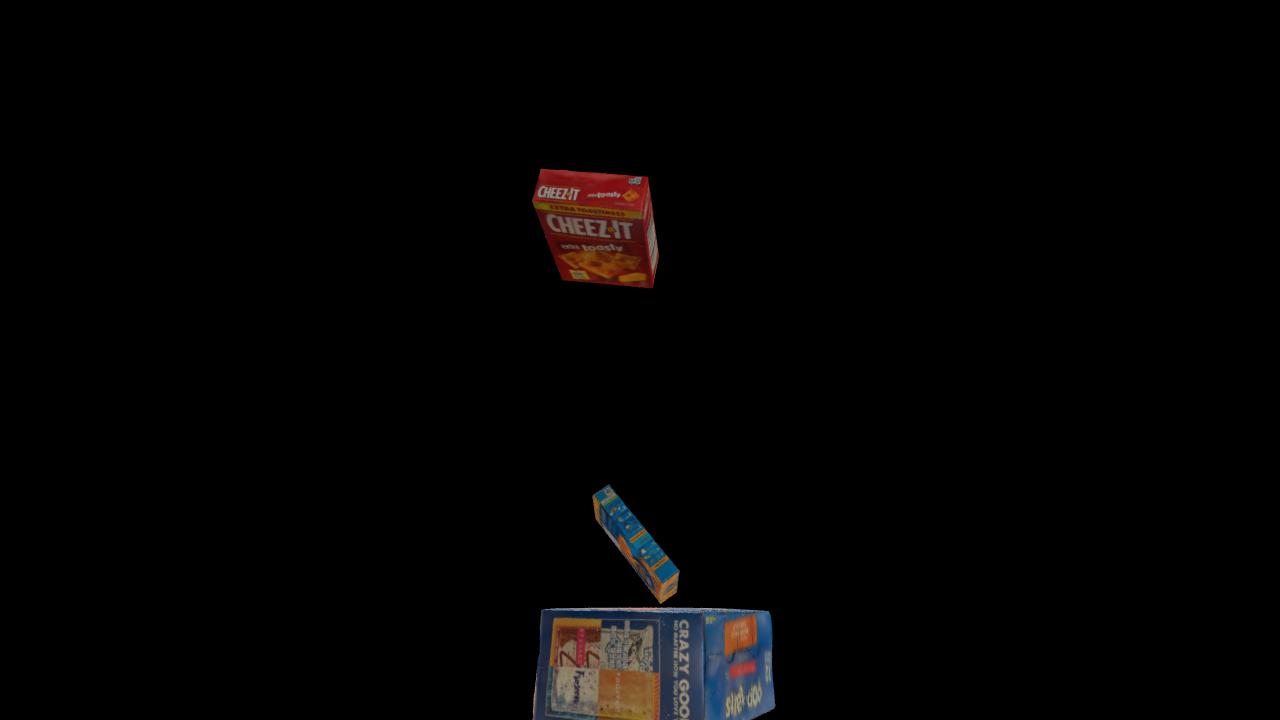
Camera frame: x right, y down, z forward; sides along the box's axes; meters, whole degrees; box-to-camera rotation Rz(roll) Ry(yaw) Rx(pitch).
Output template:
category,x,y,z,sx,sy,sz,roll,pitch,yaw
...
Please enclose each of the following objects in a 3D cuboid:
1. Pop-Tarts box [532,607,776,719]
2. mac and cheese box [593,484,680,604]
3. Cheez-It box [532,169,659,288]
category,x,y,z,sx,sy,sz,roll,pitch,yaw
Pop-Tarts box,0.019,0.248,0.508,0.141,0.083,0.167,-10,-23,26
mac and cheese box,-0.009,0.298,1.000,0.041,0.093,0.184,-29,56,-24
Cheez-It box,-0.061,-0.201,0.976,0.166,0.071,0.223,6,-23,8
